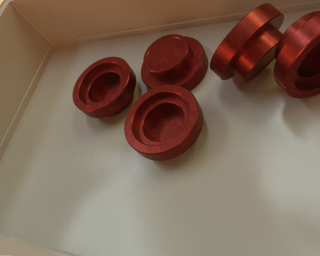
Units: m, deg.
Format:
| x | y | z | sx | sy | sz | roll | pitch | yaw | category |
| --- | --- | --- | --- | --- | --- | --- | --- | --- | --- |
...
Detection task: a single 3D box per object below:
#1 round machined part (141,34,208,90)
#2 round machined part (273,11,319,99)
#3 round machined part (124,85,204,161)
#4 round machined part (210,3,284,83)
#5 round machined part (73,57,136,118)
| x | y | z | sx | sy | sz | roll | pitch | yaw | category |
| --- | --- | --- | --- | --- | --- | --- | --- | --- | --- |
| 0.016 | -0.095 | 0.444 | 0.098 | 0.042 | 0.098 | -13 | 56 | 20 | round machined part |
| 0.162 | -0.081 | 0.323 | 0.098 | 0.098 | 0.042 | -32 | 52 | 7 | round machined part |
| 0.008 | -0.003 | 0.391 | 0.098 | 0.042 | 0.098 | -13 | 56 | 20 | round machined part |
| 0.109 | -0.092 | 0.364 | 0.098 | 0.098 | 0.042 | -42 | 76 | -1 | round machined part |
| -0.079 | -0.056 | 0.469 | 0.098 | 0.042 | 0.098 | -13 | 56 | 20 | round machined part |
